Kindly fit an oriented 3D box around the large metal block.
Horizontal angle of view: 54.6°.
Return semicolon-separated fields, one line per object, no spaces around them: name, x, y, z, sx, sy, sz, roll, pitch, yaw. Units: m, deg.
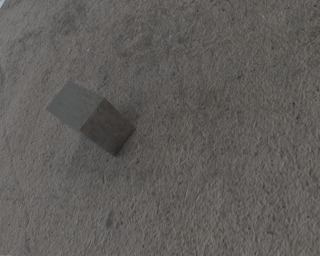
large metal block;-0.094;-0.012;0.427;0.080;0.080;0.050;26;76;37
